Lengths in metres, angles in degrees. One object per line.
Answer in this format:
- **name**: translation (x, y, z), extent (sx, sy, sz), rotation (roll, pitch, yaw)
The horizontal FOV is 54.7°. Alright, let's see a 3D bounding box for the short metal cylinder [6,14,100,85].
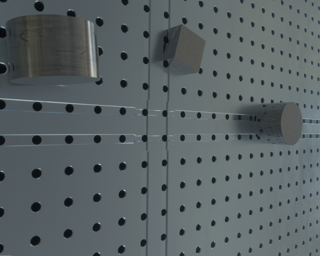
- **short metal cylinder**: translation (-0.099, -0.069, 0.292), extent (0.081, 0.080, 0.050), rotation (-6, 94, -40)

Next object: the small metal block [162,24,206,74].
- **small metal block**: translation (0.035, -0.110, 0.440), extent (0.050, 0.025, 0.050), rotation (21, 77, -38)

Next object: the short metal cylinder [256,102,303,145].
- **short metal cylinder**: translation (0.226, -0.008, 0.586), extent (0.081, 0.050, 0.079), rotation (0, 90, -40)
